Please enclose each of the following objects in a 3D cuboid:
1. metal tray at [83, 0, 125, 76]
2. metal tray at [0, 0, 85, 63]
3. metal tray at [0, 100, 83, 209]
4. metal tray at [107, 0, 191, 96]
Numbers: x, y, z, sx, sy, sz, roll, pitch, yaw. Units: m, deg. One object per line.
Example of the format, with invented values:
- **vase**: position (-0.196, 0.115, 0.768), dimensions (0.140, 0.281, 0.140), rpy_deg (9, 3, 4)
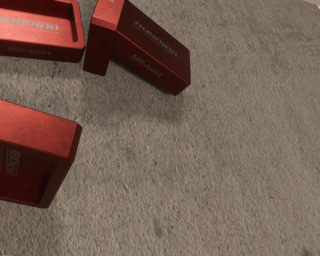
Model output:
- **metal tray**: position (-0.068, -0.146, 0.413), dimensions (0.030, 0.089, 0.130), rpy_deg (15, 55, -11)
- **metal tray**: position (-0.167, -0.132, 0.391), dimensions (0.131, 0.030, 0.090), rpy_deg (0, 62, -29)
- **metal tray**: position (-0.125, 0.026, 0.254), dimensions (0.091, 0.129, 0.030), rpy_deg (18, 55, -19)
- **metal tray**: position (-0.014, -0.113, 0.433), dimensions (0.131, 0.030, 0.090), rpy_deg (32, 39, -26)
